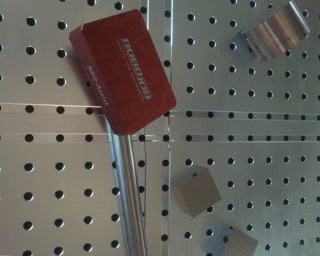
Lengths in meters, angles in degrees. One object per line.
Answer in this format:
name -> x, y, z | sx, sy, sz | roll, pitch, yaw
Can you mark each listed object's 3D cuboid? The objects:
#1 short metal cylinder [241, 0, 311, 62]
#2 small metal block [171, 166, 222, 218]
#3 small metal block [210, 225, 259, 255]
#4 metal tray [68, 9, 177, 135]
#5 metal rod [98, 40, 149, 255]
short metal cylinder -> 0.165, -0.141, 0.446 | 0.080, 0.080, 0.050 | -42, 104, -15
small metal block -> 0.051, 0.088, 0.433 | 0.050, 0.025, 0.050 | -29, 100, -18
small metal block -> 0.109, 0.178, 0.455 | 0.050, 0.025, 0.050 | 28, 81, -18
metal tray -> -0.039, -0.067, 0.373 | 0.091, 0.030, 0.129 | -35, 109, -38
metal rod -> -0.047, 0.029, 0.396 | 0.025, 0.025, 0.298 | -9, 93, -20
